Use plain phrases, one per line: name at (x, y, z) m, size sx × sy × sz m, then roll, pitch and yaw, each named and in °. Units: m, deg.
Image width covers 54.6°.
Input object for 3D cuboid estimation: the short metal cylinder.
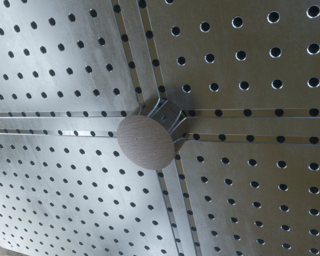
short metal cylinder at (-0.008, 0.008, 0.405) m, size 0.080 × 0.050 × 0.080 m, roll 13°, pitch 124°, yaw 21°
